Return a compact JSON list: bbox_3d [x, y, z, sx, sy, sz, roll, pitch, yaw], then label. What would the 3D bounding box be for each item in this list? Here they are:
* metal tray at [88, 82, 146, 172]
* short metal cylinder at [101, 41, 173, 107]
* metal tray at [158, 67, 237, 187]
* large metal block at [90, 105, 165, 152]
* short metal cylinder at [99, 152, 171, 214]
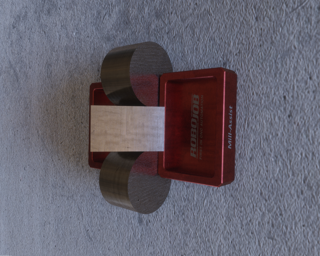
[{"bbox_3d":[-0.065,-0.003,0.458,0.090,0.030,0.129,2,91,40],"label":"metal tray"},{"bbox_3d":[-0.027,-0.066,0.393,0.050,0.081,0.079,3,92,40],"label":"short metal cylinder"},{"bbox_3d":[0.043,-0.002,0.369,0.090,0.030,0.129,2,91,40],"label":"metal tray"},{"bbox_3d":[-0.041,0.000,0.378,0.080,0.081,0.050,-170,81,-80],"label":"large metal block"},{"bbox_3d":[-0.030,0.064,0.395,0.050,0.081,0.079,3,92,40],"label":"short metal cylinder"}]
